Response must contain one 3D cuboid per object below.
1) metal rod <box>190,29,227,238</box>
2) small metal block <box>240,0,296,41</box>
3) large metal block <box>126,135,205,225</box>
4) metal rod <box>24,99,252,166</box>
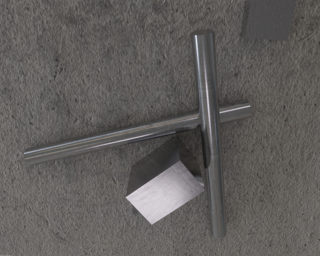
[{"bbox_3d":[0.067,0.028,0.398,0.025,0.025,0.298,-8,118,3],"label":"metal rod"},{"bbox_3d":[0.126,-0.131,0.363,0.050,0.025,0.050,4,110,-2],"label":"small metal block"},{"bbox_3d":[0.006,0.064,0.404,0.080,0.080,0.050,-36,106,12],"label":"large metal block"},{"bbox_3d":[-0.032,0.007,0.412,0.301,0.025,0.025,-13,110,4],"label":"metal rod"}]
